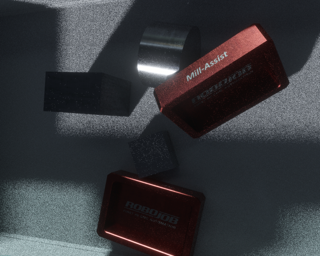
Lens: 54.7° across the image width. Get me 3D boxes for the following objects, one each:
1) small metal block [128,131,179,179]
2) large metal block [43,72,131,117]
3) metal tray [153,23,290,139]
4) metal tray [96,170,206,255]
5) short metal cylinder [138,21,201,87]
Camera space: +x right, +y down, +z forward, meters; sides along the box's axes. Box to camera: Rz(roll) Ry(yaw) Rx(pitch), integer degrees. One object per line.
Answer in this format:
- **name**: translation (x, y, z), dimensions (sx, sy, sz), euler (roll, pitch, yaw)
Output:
- **small metal block**: translation (-0.008, 0.035, 0.413), dimensions (0.050, 0.025, 0.050), euler (-20, 84, 18)
- **large metal block**: translation (-0.093, -0.043, 0.413), dimensions (0.080, 0.080, 0.050), euler (4, 92, 19)
- **metal tray**: translation (0.070, -0.045, 0.348), dimensions (0.130, 0.090, 0.030), euler (-32, 53, 17)
- **metal tray**: translation (-0.014, 0.116, 0.411), dimensions (0.130, 0.030, 0.089), euler (13, 94, 19)
- **short metal cylinder**: translation (0.014, -0.085, 0.376), dimensions (0.050, 0.080, 0.079), euler (14, 95, 19)
